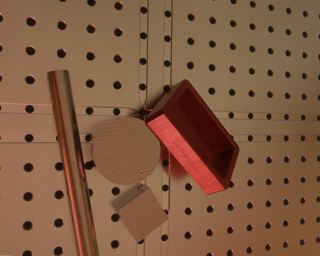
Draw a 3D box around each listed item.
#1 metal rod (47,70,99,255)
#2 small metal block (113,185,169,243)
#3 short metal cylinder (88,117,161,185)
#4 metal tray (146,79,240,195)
[{"bbox_3d":[-0.099,0.081,0.376,0.025,0.025,0.298,-10,94,-20],"label":"metal rod"},{"bbox_3d":[-0.025,0.111,0.405,0.050,0.025,0.050,-34,101,-17],"label":"small metal block"},{"bbox_3d":[-0.046,0.027,0.383,0.081,0.050,0.079,0,90,-20],"label":"short metal cylinder"},{"bbox_3d":[0.048,0.010,0.404,0.130,0.030,0.090,50,39,-13],"label":"metal tray"}]
